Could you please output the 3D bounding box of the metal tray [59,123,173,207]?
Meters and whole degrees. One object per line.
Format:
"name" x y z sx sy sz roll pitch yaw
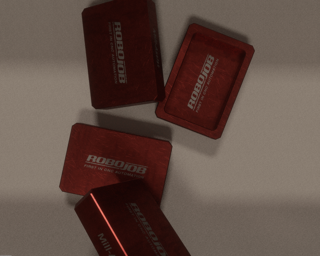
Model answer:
"metal tray" -0.056 0.049 0.408 0.131 0.030 0.089 12 90 -1

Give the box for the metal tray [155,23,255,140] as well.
"metal tray" 0.057 -0.060 0.409 0.090 0.030 0.129 21 90 -1

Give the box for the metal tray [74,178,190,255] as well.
"metal tray" -0.021 0.119 0.326 0.030 0.090 0.130 -45 68 22

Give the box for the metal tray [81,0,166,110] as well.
"metal tray" -0.047 -0.093 0.392 0.090 0.030 0.129 -7 89 20
